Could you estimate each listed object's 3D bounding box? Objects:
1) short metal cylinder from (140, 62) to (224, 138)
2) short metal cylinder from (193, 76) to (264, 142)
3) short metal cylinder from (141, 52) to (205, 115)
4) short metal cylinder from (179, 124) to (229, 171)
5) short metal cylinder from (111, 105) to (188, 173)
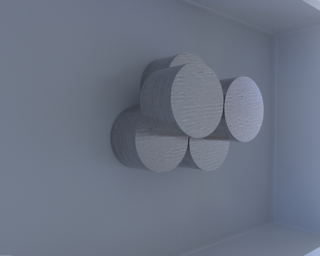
[{"bbox_3d":[0.025,-0.029,0.344,0.081,0.050,0.080,0,90,-40],"label":"short metal cylinder"},{"bbox_3d":[0.088,-0.023,0.395,0.081,0.050,0.080,0,90,-40],"label":"short metal cylinder"},{"bbox_3d":[0.023,-0.055,0.407,0.081,0.050,0.080,0,90,-40],"label":"short metal cylinder"},{"bbox_3d":[0.051,0.017,0.431,0.081,0.050,0.080,0,90,-40],"label":"short metal cylinder"},{"bbox_3d":[-0.012,0.012,0.378,0.081,0.050,0.080,0,90,-40],"label":"short metal cylinder"}]
